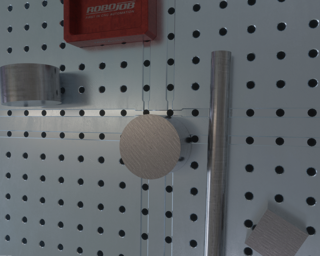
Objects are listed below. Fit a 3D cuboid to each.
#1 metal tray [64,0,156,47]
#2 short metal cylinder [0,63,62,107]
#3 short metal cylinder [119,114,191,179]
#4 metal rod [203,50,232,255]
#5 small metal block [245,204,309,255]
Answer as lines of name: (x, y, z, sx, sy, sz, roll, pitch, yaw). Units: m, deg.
metal tray: (-0.072, -0.167, 0.435, 0.130, 0.030, 0.089, 0, 90, 19)
short metal cylinder: (-0.186, -0.060, 0.449, 0.080, 0.080, 0.050, -4, 89, 20)
short metal cylinder: (-0.005, 0.023, 0.401, 0.080, 0.050, 0.080, 0, 90, 20)
metal rod: (0.071, 0.055, 0.387, 0.025, 0.025, 0.298, 2, 91, 20)
small metal block: (0.136, 0.127, 0.364, 0.050, 0.025, 0.050, 32, 100, 17)
